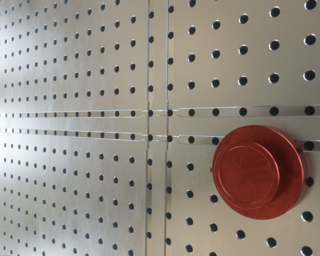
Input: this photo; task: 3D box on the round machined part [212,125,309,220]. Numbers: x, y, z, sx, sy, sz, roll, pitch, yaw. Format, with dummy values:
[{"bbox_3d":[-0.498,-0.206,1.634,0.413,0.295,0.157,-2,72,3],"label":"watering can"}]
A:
[{"bbox_3d":[0.096,0.046,0.320,0.098,0.042,0.097,0,90,40],"label":"round machined part"}]
